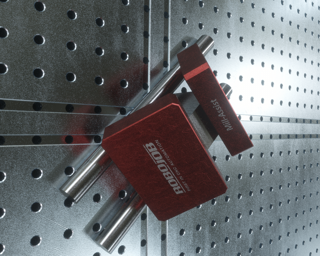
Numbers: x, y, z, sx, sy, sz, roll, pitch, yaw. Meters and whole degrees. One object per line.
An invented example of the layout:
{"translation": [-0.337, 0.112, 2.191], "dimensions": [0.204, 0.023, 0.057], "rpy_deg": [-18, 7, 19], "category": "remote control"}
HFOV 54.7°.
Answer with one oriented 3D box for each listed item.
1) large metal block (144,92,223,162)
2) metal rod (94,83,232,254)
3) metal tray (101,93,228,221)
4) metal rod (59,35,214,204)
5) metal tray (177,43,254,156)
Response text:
{"translation": [0.027, -0.002, 0.397], "dimensions": [0.080, 0.080, 0.050], "rpy_deg": [-50, 120, -29], "category": "large metal block"}
{"translation": [0.020, 0.037, 0.428], "dimensions": [0.301, 0.025, 0.025], "rpy_deg": [-49, 120, -29], "category": "metal rod"}
{"translation": [0.008, 0.037, 0.347], "dimensions": [0.090, 0.030, 0.130], "rpy_deg": [-28, 115, 9], "category": "metal tray"}
{"translation": [-0.013, -0.029, 0.400], "dimensions": [0.301, 0.025, 0.025], "rpy_deg": [-50, 120, -28], "category": "metal rod"}
{"translation": [0.070, -0.037, 0.399], "dimensions": [0.130, 0.030, 0.090], "rpy_deg": [54, 15, -26], "category": "metal tray"}
